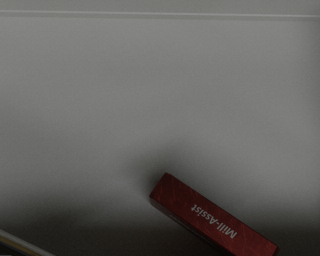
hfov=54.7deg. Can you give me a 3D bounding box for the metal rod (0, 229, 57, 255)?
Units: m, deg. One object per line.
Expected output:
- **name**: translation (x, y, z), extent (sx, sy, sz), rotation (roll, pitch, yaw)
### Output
- **metal rod**: translation (-0.177, 0.077, 0.254), extent (0.301, 0.025, 0.025), rotation (22, 71, 7)

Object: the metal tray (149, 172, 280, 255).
- **metal tray**: translation (0.051, 0.104, 0.337), extent (0.130, 0.090, 0.030), rotation (33, 73, 11)
